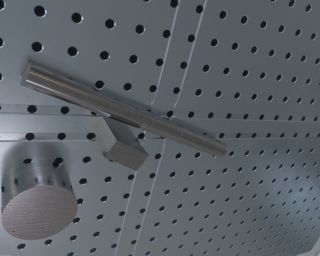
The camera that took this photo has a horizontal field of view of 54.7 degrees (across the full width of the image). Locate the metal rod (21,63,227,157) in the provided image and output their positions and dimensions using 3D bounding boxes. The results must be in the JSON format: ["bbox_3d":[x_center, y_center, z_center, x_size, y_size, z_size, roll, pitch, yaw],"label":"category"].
[{"bbox_3d":[-0.019,-0.009,0.395,0.302,0.025,0.025,21,107,-36],"label":"metal rod"}]

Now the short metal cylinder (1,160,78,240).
[{"bbox_3d":[-0.144,0.085,0.369,0.081,0.050,0.079,-14,124,-21],"label":"short metal cylinder"}]

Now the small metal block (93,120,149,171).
[{"bbox_3d":[-0.049,0.021,0.382,0.050,0.050,0.025,30,102,-38],"label":"small metal block"}]
